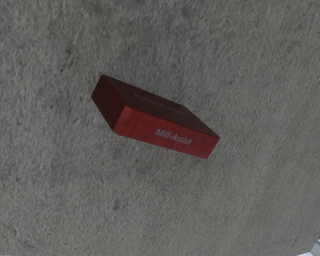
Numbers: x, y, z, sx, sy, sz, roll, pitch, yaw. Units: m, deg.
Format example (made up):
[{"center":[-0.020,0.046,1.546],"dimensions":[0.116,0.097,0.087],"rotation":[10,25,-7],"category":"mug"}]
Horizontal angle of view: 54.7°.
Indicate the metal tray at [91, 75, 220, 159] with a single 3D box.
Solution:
[{"center":[-0.004,-0.012,0.356],"dimensions":[0.131,0.090,0.030],"rotation":[18,109,-36],"category":"metal tray"}]
